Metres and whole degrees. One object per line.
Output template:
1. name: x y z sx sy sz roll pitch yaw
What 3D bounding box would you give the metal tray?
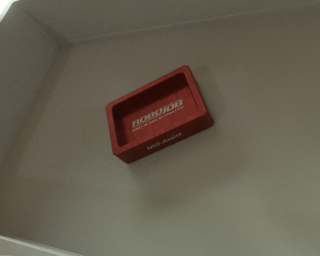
1. metal tray: -0.005 -0.018 0.413 0.130 0.030 0.090 -25 53 12
